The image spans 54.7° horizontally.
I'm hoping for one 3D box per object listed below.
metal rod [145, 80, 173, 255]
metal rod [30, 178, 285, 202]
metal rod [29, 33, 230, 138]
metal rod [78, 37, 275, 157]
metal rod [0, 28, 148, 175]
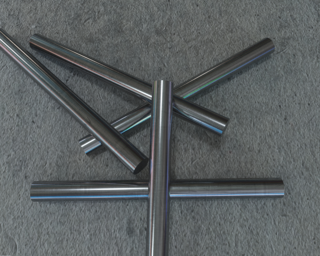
[{"bbox_3d":[-0.002,0.094,0.344,0.025,0.025,0.298,2,81,1],"label":"metal rod"},{"bbox_3d":[-0.003,0.075,0.380,0.302,0.025,0.025,-1,70,-1],"label":"metal rod"},{"bbox_3d":[-0.052,-0.063,0.410,0.301,0.025,0.025,26,72,17],"label":"metal rod"},{"bbox_3d":[0.030,-0.047,0.425,0.301,0.025,0.025,-30,73,-11],"label":"metal rod"},{"bbox_3d":[-0.130,-0.046,0.405,0.300,0.025,0.025,40,75,20],"label":"metal rod"}]
